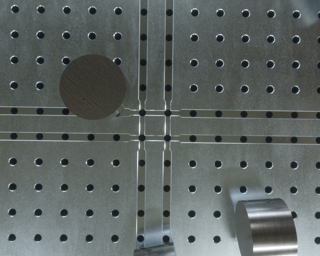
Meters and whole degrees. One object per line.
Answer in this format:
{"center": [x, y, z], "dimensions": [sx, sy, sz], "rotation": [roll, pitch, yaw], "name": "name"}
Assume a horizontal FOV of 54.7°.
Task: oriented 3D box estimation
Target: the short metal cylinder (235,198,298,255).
{"center": [0.130, 0.130, 0.388], "dimensions": [0.050, 0.080, 0.079], "rotation": [-3, 90, 0], "name": "short metal cylinder"}

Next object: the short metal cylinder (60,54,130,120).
{"center": [-0.081, -0.050, 0.400], "dimensions": [0.081, 0.050, 0.079], "rotation": [0, 90, -1], "name": "short metal cylinder"}

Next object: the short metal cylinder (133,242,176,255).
{"center": [0.000, 0.188, 0.386], "dimensions": [0.050, 0.080, 0.080], "rotation": [-11, 90, 0], "name": "short metal cylinder"}
